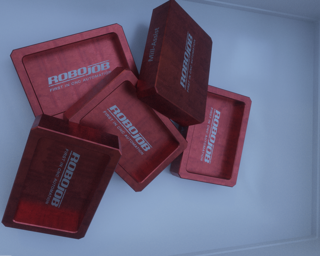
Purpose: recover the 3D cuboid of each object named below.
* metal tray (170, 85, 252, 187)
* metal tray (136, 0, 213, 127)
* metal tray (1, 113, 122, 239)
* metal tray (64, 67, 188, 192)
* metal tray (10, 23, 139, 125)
[{"bbox_3d":[0.072,0.011,0.434,0.091,0.030,0.129,13,85,-20],"label":"metal tray"},{"bbox_3d":[0.023,-0.077,0.379,0.090,0.030,0.130,31,59,-41],"label":"metal tray"},{"bbox_3d":[-0.106,0.058,0.336,0.091,0.030,0.129,18,112,-20],"label":"metal tray"},{"bbox_3d":[-0.036,0.004,0.371,0.090,0.030,0.130,-43,119,-8],"label":"metal tray"},{"bbox_3d":[-0.095,-0.063,0.371,0.131,0.030,0.090,-22,98,-19],"label":"metal tray"}]
